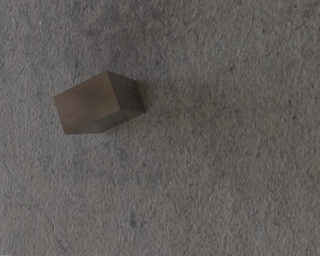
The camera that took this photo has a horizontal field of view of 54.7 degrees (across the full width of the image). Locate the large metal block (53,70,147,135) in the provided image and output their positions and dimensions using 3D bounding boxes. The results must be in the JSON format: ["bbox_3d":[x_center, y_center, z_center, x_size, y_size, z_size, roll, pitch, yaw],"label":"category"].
[{"bbox_3d":[-0.075,-0.030,0.405,0.080,0.080,0.050,-22,83,18],"label":"large metal block"}]
